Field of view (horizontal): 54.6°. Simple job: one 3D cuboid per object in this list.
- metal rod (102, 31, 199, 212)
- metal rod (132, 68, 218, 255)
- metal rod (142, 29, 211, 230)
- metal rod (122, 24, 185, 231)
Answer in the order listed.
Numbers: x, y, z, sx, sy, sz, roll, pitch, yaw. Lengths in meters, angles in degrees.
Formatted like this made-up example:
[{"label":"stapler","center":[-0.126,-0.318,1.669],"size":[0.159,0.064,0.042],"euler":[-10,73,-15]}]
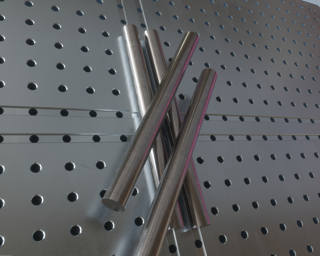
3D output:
[{"label":"metal rod","center":[0.002,-0.033,0.397],"size":[0.025,0.025,0.301],"euler":[31,52,-9]},{"label":"metal rod","center":[0.027,0.029,0.372],"size":[0.025,0.025,0.301],"euler":[30,52,-9]},{"label":"metal rod","center":[0.016,-0.016,0.426],"size":[0.025,0.025,0.299],"euler":[1,61,-28]},{"label":"metal rod","center":[-0.015,-0.018,0.411],"size":[0.025,0.025,0.299],"euler":[1,61,-28]}]
